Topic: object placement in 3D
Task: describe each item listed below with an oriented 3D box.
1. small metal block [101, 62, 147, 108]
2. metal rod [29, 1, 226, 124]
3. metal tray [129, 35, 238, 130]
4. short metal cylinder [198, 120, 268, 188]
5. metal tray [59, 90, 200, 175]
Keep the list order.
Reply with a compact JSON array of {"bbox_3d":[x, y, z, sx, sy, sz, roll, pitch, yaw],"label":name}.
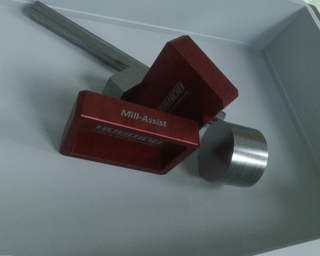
[{"bbox_3d":[-0.046,-0.051,0.397,0.025,0.050,0.050,48,51,5],"label":"small metal block"},{"bbox_3d":[-0.038,-0.085,0.438,0.301,0.025,0.025,29,52,-10],"label":"metal rod"},{"bbox_3d":[0.020,-0.033,0.371,0.090,0.129,0.030,50,51,6],"label":"metal tray"},{"bbox_3d":[0.092,0.034,0.401,0.050,0.080,0.080,13,56,-22],"label":"short metal cylinder"},{"bbox_3d":[-0.034,0.011,0.339,0.131,0.090,0.030,15,56,-21],"label":"metal tray"}]
